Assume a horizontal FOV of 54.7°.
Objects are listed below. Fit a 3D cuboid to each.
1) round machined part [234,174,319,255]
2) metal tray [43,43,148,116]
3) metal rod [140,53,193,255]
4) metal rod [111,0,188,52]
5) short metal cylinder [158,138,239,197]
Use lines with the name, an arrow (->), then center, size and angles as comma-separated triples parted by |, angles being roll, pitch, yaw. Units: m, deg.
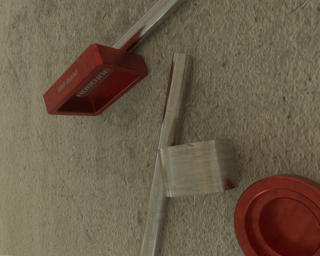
round machined part -> 0.124, 0.092, 0.292 | 0.098, 0.042, 0.097 | 0, 90, 40
metal tray -> -0.092, -0.061, 0.438 | 0.130, 0.091, 0.030 | -33, 70, 35
metal rod -> 0.004, 0.055, 0.401 | 0.025, 0.025, 0.298 | 16, 100, 39
metal rod -> -0.065, -0.109, 0.458 | 0.299, 0.025, 0.025 | -33, 70, 35
short metal cylinder -> 0.041, 0.042, 0.335 | 0.080, 0.081, 0.050 | -14, 81, 39
